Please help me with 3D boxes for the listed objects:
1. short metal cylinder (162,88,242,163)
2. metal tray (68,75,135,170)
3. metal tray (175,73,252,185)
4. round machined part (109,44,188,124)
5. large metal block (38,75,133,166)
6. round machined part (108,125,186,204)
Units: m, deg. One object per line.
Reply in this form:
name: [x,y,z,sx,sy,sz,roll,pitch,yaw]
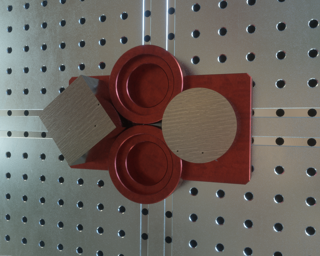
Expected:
short metal cylinder: [0.048,-0.003,0.349,0.080,0.050,0.079,0,90,20]
metal tray: [-0.083,-0.007,0.439,0.090,0.030,0.129,1,90,18]
metal tray: [0.067,0.000,0.384,0.090,0.030,0.129,1,90,19]
round machined part: [-0.012,-0.054,0.398,0.098,0.042,0.097,0,90,20]
large metal block: [-0.095,-0.009,0.400,0.080,0.050,0.080,-38,78,16]
round machined part: [-0.014,0.045,0.398,0.098,0.042,0.097,0,90,20]
